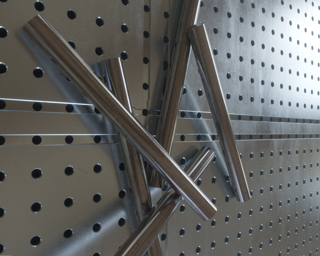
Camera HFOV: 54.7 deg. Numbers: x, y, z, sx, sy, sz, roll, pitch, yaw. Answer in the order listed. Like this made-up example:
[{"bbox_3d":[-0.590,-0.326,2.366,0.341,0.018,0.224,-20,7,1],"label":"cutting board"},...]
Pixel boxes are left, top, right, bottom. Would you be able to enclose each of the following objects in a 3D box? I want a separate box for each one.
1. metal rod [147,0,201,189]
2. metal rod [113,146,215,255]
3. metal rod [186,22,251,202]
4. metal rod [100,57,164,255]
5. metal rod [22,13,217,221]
[{"bbox_3d":[0.022,-0.067,0.429,0.025,0.025,0.299,19,78,-39],"label":"metal rod"},{"bbox_3d":[-0.007,0.112,0.368,0.302,0.025,0.025,-43,117,-44],"label":"metal rod"},{"bbox_3d":[0.095,-0.009,0.474,0.025,0.025,0.298,-38,119,-34],"label":"metal rod"},{"bbox_3d":[-0.028,0.064,0.387,0.025,0.025,0.298,-19,103,-39],"label":"metal rod"},{"bbox_3d":[-0.032,0.002,0.352,0.300,0.025,0.025,49,61,-18],"label":"metal rod"}]
